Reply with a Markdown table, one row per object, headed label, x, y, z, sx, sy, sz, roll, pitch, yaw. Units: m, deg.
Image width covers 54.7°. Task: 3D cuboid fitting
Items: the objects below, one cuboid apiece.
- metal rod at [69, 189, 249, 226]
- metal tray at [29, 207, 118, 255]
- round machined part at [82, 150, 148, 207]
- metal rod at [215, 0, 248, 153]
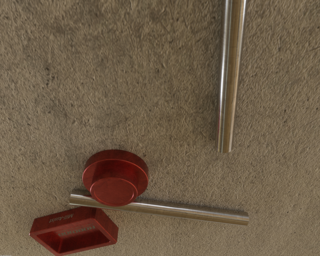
| label | x | y | z | sx | sy | sz | roll | pitch | yaw |
| --- | --- | --- | --- | --- | --- | --- | --- | --- | --- |
| metal rod | 0.004 | 0.136 | 0.523 | 0.302 | 0.025 | 0.025 | 9 | 130 | -9 |
| metal tray | -0.153 | 0.187 | 0.561 | 0.130 | 0.030 | 0.090 | -17 | 128 | 13 |
| round machined part | -0.067 | 0.081 | 0.464 | 0.099 | 0.042 | 0.097 | -1 | 130 | 0 |
| metal rod | 0.077 | -0.087 | 0.334 | 0.025 | 0.025 | 0.298 | -4 | 130 | 3 |
